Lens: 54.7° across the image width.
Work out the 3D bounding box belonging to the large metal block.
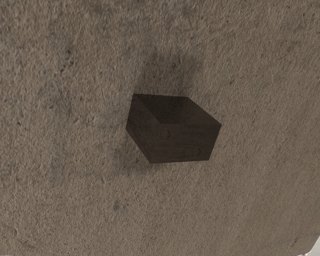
[{"bbox_3d":[0.014,-0.001,0.379,0.081,0.080,0.050,0,118,-29],"label":"large metal block"}]
